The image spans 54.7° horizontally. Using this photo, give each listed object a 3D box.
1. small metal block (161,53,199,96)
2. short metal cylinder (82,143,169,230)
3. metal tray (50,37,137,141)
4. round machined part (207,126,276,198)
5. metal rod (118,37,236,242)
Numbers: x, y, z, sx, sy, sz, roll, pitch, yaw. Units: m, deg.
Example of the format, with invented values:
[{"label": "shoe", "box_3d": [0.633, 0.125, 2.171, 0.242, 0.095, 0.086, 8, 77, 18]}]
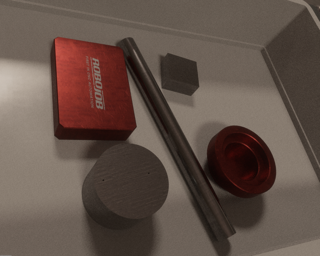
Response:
[{"label": "small metal block", "box_3d": [0.030, -0.081, 0.473, 0.050, 0.025, 0.050, 12, 57, -22]}, {"label": "short metal cylinder", "box_3d": [-0.038, 0.063, 0.332, 0.081, 0.050, 0.080, 14, 56, -21]}, {"label": "metal tray", "box_3d": [-0.085, -0.049, 0.387, 0.091, 0.030, 0.130, 2, 61, -28]}, {"label": "round machined part", "box_3d": [0.106, 0.049, 0.424, 0.099, 0.042, 0.098, 14, 56, -21]}, {"label": "metal rod", "box_3d": [0.015, 0.003, 0.413, 0.025, 0.025, 0.299, -15, 70, -35]}]
